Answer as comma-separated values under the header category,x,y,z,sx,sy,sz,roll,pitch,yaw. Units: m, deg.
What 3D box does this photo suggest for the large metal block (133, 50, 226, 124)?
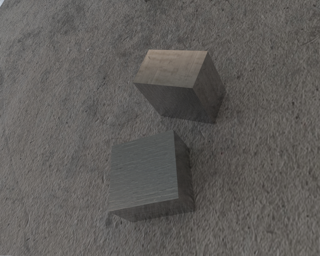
category,x,y,z,sx,sy,sz,roll,pitch,yaw
large metal block,0.027,-0.051,0.386,0.080,0.080,0.050,10,67,32

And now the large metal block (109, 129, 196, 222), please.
category,x,y,z,sx,sy,sz,roll,pitch,yaw
large metal block,-0.009,0.057,0.358,0.080,0.050,0.080,-16,55,19

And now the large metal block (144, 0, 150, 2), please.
category,x,y,z,sx,sy,sz,roll,pitch,yaw
large metal block,-0.006,-0.292,0.570,0.080,0.050,0.080,-19,54,17
